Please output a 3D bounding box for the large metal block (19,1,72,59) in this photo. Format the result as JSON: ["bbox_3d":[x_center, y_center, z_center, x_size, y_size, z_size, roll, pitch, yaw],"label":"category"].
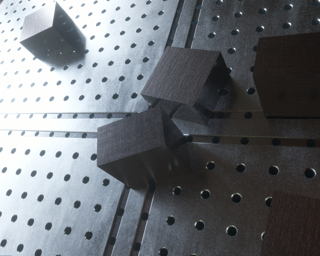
[{"bbox_3d":[-0.232,-0.200,0.634,0.080,0.050,0.080,-18,55,17],"label":"large metal block"}]

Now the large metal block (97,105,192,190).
[{"bbox_3d":[-0.017,0.027,0.364,0.080,0.080,0.050,-19,55,17],"label":"large metal block"}]

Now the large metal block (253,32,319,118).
[{"bbox_3d":[0.149,-0.053,0.327,0.080,0.080,0.050,2,63,29],"label":"large metal block"}]

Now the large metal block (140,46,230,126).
[{"bbox_3d":[0.035,-0.057,0.408,0.080,0.050,0.080,16,70,34],"label":"large metal block"}]

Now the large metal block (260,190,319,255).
[{"bbox_3d":[0.132,0.106,0.258,0.080,0.050,0.080,7,65,31],"label":"large metal block"}]
